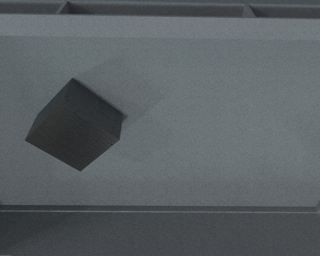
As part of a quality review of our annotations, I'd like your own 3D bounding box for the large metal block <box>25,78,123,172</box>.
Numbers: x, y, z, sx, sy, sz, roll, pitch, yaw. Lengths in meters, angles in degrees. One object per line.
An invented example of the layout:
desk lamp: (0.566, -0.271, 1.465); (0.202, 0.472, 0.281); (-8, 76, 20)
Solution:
large metal block: (-0.105, -0.002, 0.390); (0.080, 0.050, 0.080); (37, 121, -27)
